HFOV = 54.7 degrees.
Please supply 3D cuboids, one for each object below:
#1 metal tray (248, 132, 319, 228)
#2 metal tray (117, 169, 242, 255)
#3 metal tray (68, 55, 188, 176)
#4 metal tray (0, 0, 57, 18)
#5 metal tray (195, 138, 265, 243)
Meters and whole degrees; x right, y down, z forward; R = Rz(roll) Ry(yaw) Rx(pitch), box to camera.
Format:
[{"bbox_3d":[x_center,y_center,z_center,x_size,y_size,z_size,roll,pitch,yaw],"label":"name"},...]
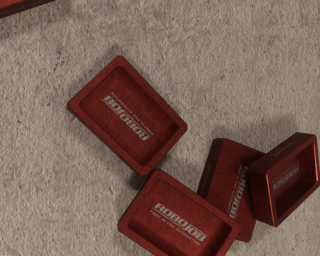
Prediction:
[{"bbox_3d":[0.185,0.071,0.451,0.131,0.030,0.089,-26,111,-33],"label":"metal tray"},{"bbox_3d":[0.024,0.123,0.393,0.130,0.030,0.090,35,83,0],"label":"metal tray"},{"bbox_3d":[-0.039,-0.014,0.392,0.130,0.030,0.090,46,76,-15],"label":"metal tray"},{"bbox_3d":[-0.175,-0.176,0.341,0.131,0.030,0.090,-28,100,-18],"label":"metal tray"},{"bbox_3d":[0.104,0.088,0.446,0.091,0.030,0.129,21,83,-19],"label":"metal tray"}]
